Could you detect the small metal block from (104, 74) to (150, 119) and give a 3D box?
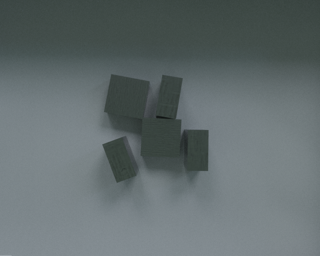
[{"bbox_3d":[-0.043,-0.040,0.411,0.050,0.025,0.050,11,90,0],"label":"small metal block"}]

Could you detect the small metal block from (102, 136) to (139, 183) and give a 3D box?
[{"bbox_3d":[-0.049,0.039,0.398,0.025,0.050,0.050,-21,90,0],"label":"small metal block"}]

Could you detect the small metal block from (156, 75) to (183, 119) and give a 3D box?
[{"bbox_3d":[0.011,-0.038,0.399,0.025,0.050,0.050,10,90,0],"label":"small metal block"}]

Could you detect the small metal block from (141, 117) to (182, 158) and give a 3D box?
[{"bbox_3d":[0.001,0.012,0.411,0.050,0.025,0.050,3,90,-1],"label":"small metal block"}]

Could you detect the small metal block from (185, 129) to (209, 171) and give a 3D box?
[{"bbox_3d":[0.046,0.027,0.400,0.025,0.050,0.050,1,90,0],"label":"small metal block"}]
